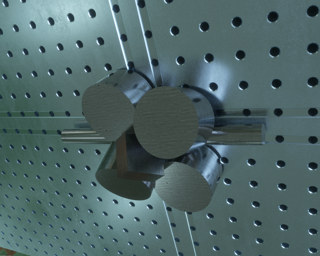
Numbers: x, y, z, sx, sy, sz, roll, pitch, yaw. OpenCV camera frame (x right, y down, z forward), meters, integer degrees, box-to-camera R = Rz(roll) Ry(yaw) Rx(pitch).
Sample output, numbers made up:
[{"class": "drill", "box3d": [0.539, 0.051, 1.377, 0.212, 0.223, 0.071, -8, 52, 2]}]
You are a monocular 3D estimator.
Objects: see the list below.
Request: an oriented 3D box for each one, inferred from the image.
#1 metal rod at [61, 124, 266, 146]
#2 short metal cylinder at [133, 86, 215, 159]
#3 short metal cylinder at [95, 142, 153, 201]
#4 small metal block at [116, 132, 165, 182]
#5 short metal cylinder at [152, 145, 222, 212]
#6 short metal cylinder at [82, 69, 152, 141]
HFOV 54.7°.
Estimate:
[{"class": "metal rod", "box3d": [-0.015, 0.010, 0.420, 0.300, 0.025, 0.025, -1, 118, 28]}, {"class": "short metal cylinder", "box3d": [0.017, -0.008, 0.360, 0.080, 0.050, 0.079, 3, 97, 28]}, {"class": "short metal cylinder", "box3d": [-0.043, 0.059, 0.433, 0.080, 0.050, 0.080, 14, 143, 11]}, {"class": "small metal block", "box3d": [-0.025, 0.036, 0.380, 0.050, 0.050, 0.025, 13, 146, -32]}, {"class": "short metal cylinder", "box3d": [0.037, 0.064, 0.410, 0.080, 0.050, 0.079, 13, 124, 21]}, {"class": "short metal cylinder", "box3d": [-0.052, -0.029, 0.399, 0.080, 0.050, 0.079, 13, 124, 21]}]
